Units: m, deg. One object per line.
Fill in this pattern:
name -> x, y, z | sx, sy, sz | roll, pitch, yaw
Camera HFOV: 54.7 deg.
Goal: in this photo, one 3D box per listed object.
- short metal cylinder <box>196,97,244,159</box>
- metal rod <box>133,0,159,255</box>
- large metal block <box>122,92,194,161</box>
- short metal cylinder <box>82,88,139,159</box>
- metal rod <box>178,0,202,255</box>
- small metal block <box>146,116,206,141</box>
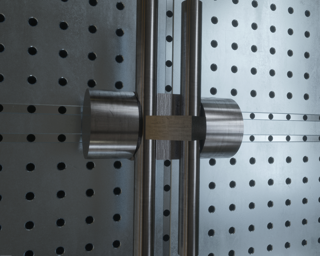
short metal cylinder -> 0.064, 0.000, 0.403 | 0.050, 0.080, 0.079 | 1, 90, -19
metal rod -> -0.016, 0.002, 0.350 | 0.025, 0.025, 0.298 | 1, 90, -20
large metal block -> -0.003, -0.002, 0.394 | 0.081, 0.050, 0.079 | 1, 90, -20
short metal cylinder -> -0.060, -0.004, 0.358 | 0.050, 0.080, 0.079 | 2, 90, -20
metal rod -> 0.036, 0.000, 0.369 | 0.025, 0.025, 0.298 | 1, 90, -20
small metal block -> 0.018, 0.000, 0.336 | 0.050, 0.050, 0.025 | 1, 90, 24
